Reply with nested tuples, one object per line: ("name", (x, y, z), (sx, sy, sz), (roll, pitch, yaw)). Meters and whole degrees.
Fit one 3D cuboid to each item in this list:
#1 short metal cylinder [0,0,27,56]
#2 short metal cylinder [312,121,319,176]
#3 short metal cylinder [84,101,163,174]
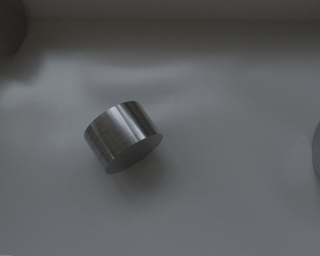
("short metal cylinder", (-0.232, -0.147, 0.432), (0.050, 0.080, 0.080), (15, 71, 5))
("short metal cylinder", (0.227, 0.024, 0.373), (0.050, 0.080, 0.080), (7, 70, 2))
("short metal cylinder", (-0.044, 0.012, 0.376), (0.080, 0.080, 0.050), (-32, 73, -11))
